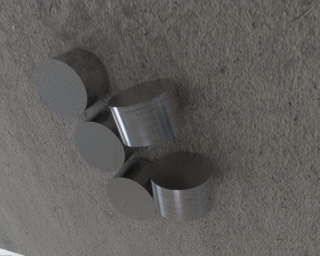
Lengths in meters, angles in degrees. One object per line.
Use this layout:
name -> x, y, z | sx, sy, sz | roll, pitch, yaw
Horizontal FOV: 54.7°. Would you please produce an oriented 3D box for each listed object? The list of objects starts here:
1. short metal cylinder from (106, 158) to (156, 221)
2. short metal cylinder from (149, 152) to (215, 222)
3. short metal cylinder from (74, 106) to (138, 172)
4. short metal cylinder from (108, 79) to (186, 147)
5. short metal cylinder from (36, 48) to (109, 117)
short metal cylinder -> -0.033, 0.091, 0.465 | 0.080, 0.050, 0.079 | 13, 124, 21
short metal cylinder -> 0.030, 0.073, 0.401 | 0.080, 0.080, 0.050 | 6, 121, 25
short metal cylinder -> -0.072, 0.015, 0.438 | 0.080, 0.050, 0.079 | 13, 124, 21
short metal cylinder -> -0.015, -0.020, 0.367 | 0.080, 0.080, 0.050 | -4, 116, 30
short metal cylinder -> -0.116, -0.061, 0.414 | 0.080, 0.050, 0.079 | 13, 124, 21
